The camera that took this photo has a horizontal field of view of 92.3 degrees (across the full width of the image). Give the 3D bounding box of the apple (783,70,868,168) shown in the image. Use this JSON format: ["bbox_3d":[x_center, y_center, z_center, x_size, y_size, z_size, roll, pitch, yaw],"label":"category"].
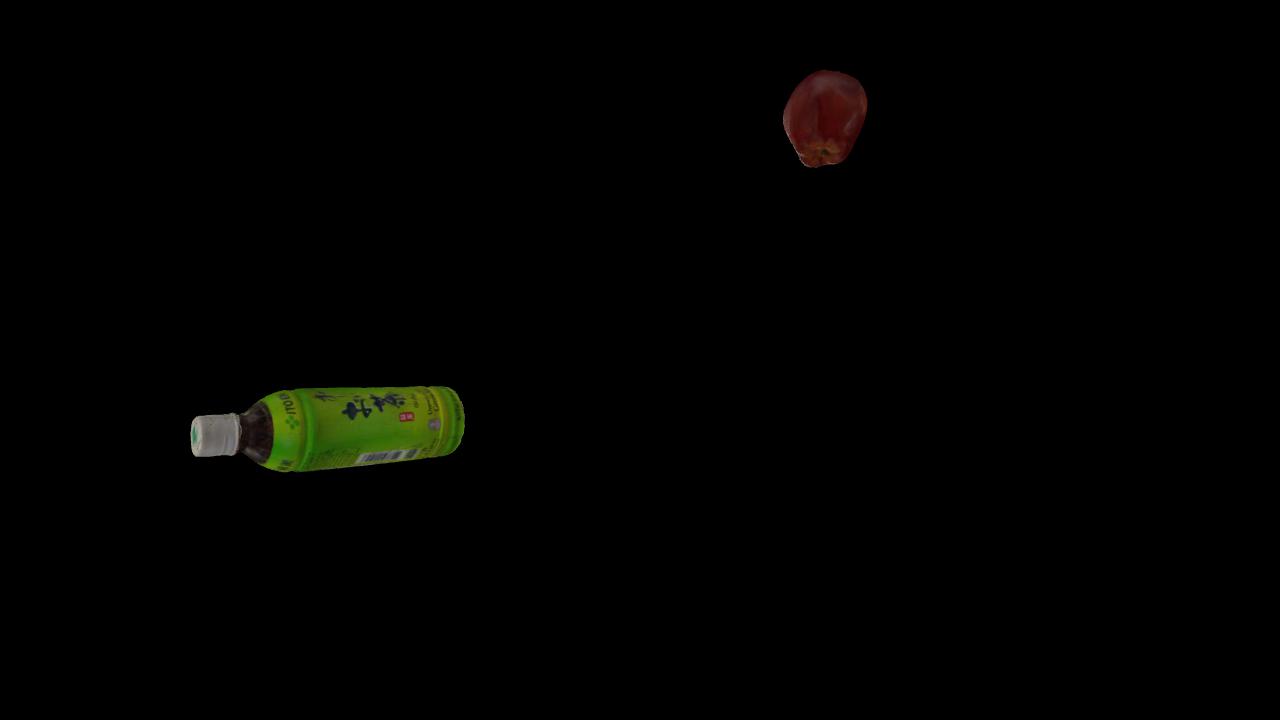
[{"bbox_3d":[0.180,-0.234,0.595,0.079,0.093,0.079,9,-29,5],"label":"apple"}]

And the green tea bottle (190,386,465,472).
[{"bbox_3d":[-0.258,0.059,0.532,0.073,0.073,0.212,0,0,39],"label":"green tea bottle"}]
